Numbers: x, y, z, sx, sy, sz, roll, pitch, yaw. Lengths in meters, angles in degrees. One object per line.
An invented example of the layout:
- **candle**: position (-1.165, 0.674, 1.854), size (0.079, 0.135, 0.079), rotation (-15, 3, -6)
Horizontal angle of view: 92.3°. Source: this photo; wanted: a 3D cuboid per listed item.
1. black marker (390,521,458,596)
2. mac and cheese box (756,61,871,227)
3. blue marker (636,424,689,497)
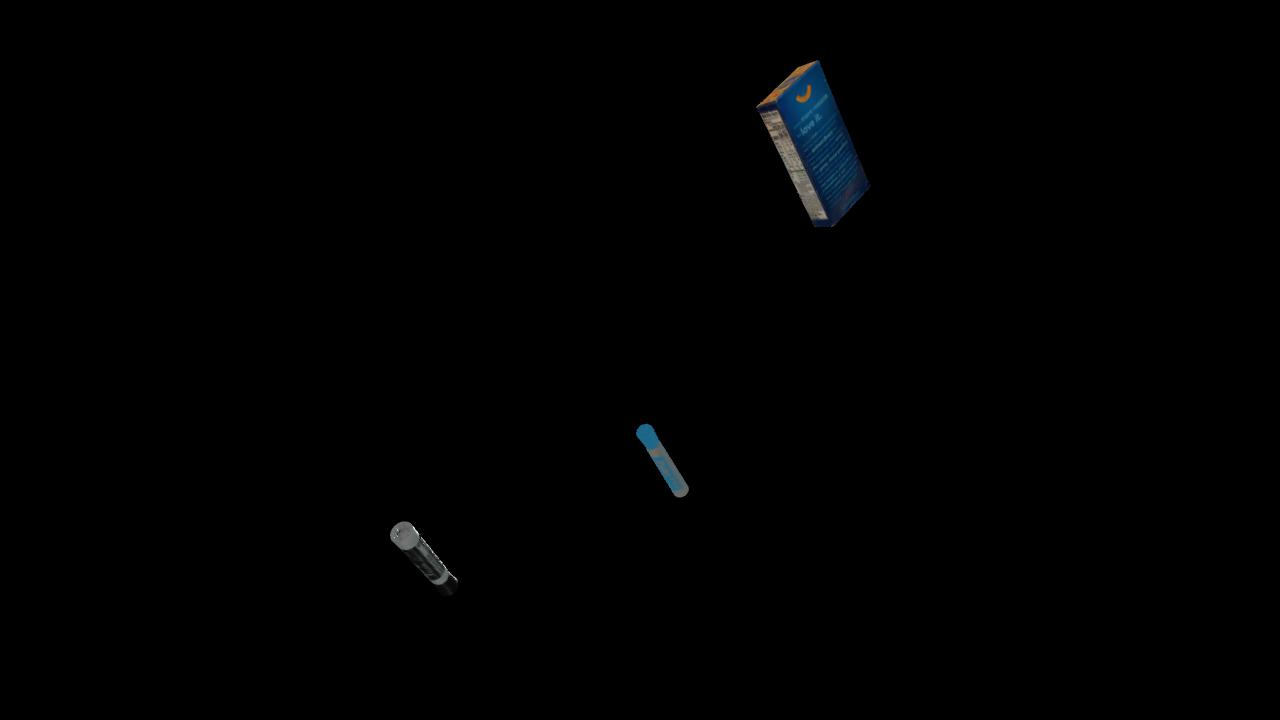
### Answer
- **black marker**: position (-0.186, 0.178, 0.540), size (0.020, 0.020, 0.121), rotation (0, -41, 8)
- **mac and cheese box**: position (0.227, -0.272, 0.792), size (0.093, 0.184, 0.041), rotation (-45, 29, -17)
- **blue marker**: position (0.025, 0.109, 0.665), size (0.020, 0.020, 0.121), rotation (0, -42, 30)
